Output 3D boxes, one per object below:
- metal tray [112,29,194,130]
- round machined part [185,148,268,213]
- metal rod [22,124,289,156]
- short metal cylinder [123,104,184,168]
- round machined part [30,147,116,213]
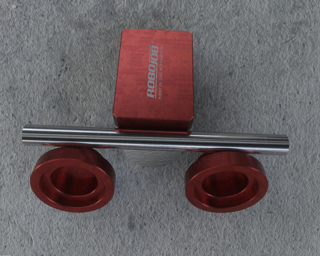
[{"bbox_3d":[-0.006,-0.062,0.381,0.091,0.030,0.130,2,64,-1],"label":"metal tray"},{"bbox_3d":[0.080,0.061,0.386,0.099,0.042,0.097,0,133,0],"label":"round machined part"},{"bbox_3d":[-0.004,0.014,0.362,0.302,0.025,0.025,2,90,-1],"label":"metal rod"},{"bbox_3d":[-0.009,0.008,0.399,0.081,0.050,0.079,0,90,-1],"label":"short metal cylinder"},{"bbox_3d":[-0.104,0.059,0.385,0.099,0.042,0.097,-1,129,-1],"label":"round machined part"}]
